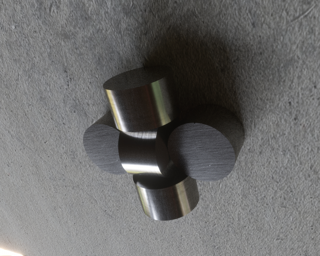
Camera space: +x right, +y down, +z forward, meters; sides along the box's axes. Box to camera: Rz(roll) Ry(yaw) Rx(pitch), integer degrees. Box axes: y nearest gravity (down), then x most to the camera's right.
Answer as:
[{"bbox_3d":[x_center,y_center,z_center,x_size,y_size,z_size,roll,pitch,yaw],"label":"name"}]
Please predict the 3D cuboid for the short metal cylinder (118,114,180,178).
[{"bbox_3d":[-0.008,0.021,0.391,0.050,0.080,0.080,1,119,28],"label":"short metal cylinder"}]

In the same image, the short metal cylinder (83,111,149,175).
[{"bbox_3d":[-0.059,0.018,0.435,0.080,0.050,0.079,13,123,20],"label":"short metal cylinder"}]

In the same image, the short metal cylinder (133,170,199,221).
[{"bbox_3d":[0.009,0.077,0.417,0.080,0.080,0.050,0,118,28],"label":"short metal cylinder"}]

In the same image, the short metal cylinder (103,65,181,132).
[{"bbox_3d":[-0.020,-0.036,0.362,0.080,0.080,0.050,0,118,28],"label":"short metal cylinder"}]

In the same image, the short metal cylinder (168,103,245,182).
[{"bbox_3d":[0.056,0.017,0.373,0.080,0.050,0.079,13,124,21],"label":"short metal cylinder"}]
